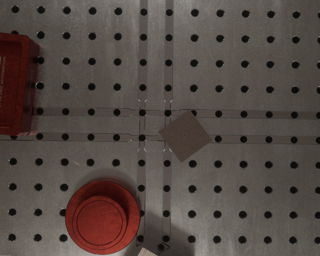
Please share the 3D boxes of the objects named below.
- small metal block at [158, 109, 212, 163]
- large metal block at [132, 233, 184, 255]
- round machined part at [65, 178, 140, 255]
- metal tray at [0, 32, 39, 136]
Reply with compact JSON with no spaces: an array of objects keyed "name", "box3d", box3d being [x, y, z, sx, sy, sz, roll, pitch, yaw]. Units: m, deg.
[{"name":"small metal block","box3d":[0.033,0.010,0.414,0.050,0.025,0.050,-36,90,0]},{"name":"large metal block","box3d":[-0.007,0.199,0.401,0.080,0.050,0.080,30,90,-1]},{"name":"round machined part","box3d":[-0.075,0.118,0.404,0.099,0.042,0.097,0,90,-1]},{"name":"metal tray","box3d":[-0.216,-0.058,0.407,0.091,0.030,0.129,6,90,-1]}]
